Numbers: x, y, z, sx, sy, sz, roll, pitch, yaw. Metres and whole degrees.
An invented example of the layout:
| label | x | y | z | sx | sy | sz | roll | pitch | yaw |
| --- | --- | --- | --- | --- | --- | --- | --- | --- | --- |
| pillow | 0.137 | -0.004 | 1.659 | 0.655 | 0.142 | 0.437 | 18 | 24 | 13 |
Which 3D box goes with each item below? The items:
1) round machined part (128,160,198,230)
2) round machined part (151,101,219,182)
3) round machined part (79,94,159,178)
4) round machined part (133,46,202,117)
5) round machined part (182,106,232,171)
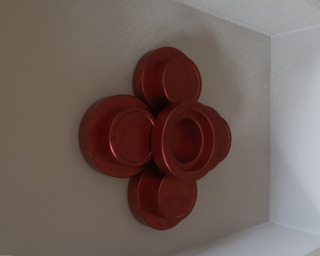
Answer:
| label | x | y | z | sx | sy | sz | roll | pitch | yaw |
| --- | --- | --- | --- | --- | --- | --- | --- | --- | --- |
| round machined part | 0.010 | 0.083 | 0.402 | 0.099 | 0.042 | 0.097 | 2 | 87 | -41 |
| round machined part | 0.027 | 0.016 | 0.388 | 0.099 | 0.042 | 0.097 | 0 | 90 | -40 |
| round machined part | -0.039 | 0.010 | 0.359 | 0.099 | 0.042 | 0.097 | 0 | 90 | -40 |
| round machined part | 0.017 | -0.058 | 0.405 | 0.099 | 0.042 | 0.097 | 0 | 90 | -40 |
| round machined part | 0.066 | 0.016 | 0.448 | 0.099 | 0.042 | 0.097 | 0 | 90 | -40 |
